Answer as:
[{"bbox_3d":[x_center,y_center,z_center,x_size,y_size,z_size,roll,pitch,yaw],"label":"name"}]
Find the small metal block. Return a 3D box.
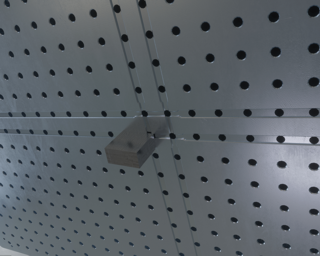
[{"bbox_3d":[-0.041,0.029,0.435,0.050,0.050,0.025,6,121,25],"label":"small metal block"}]
